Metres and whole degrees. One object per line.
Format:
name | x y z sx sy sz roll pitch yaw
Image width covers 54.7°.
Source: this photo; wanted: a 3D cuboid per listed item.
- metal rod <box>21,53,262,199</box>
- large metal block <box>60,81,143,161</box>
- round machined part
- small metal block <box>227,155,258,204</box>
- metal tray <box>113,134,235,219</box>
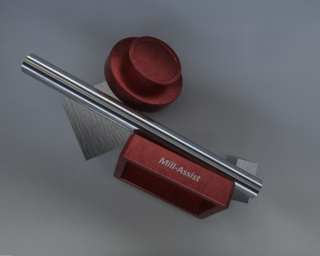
metal rod | -0.020 -0.002 0.358 0.301 0.025 0.025 29 90 -1
large metal block | -0.067 -0.013 0.396 0.080 0.050 0.080 -22 90 -1
round machined part | -0.014 -0.071 0.375 0.099 0.042 0.098 14 59 -25
small metal block | 0.100 0.064 0.399 0.025 0.050 0.050 15 90 0
metal tray | 0.012 0.063 0.374 0.131 0.090 0.030 26 63 -1
